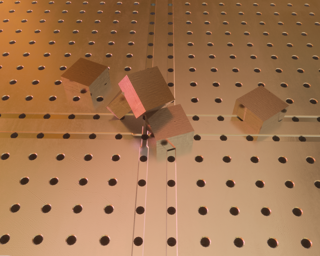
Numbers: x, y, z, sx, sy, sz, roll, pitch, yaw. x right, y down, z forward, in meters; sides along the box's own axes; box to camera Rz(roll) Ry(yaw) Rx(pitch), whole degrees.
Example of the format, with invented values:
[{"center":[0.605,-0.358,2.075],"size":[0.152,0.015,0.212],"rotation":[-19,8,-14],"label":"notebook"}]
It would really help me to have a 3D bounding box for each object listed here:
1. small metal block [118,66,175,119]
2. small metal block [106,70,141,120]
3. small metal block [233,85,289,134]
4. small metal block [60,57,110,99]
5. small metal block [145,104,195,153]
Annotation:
[{"center":[-0.017,-0.046,0.395],"size":[0.050,0.025,0.050],"rotation":[-25,85,-37],"label":"small metal block"},{"center":[-0.042,-0.045,0.426],"size":[0.025,0.050,0.050],"rotation":[42,54,-13],"label":"small metal block"},{"center":[0.140,-0.027,0.431],"size":[0.050,0.025,0.050],"rotation":[-29,56,-22],"label":"small metal block"},{"center":[-0.113,-0.076,0.472],"size":[0.050,0.025,0.050],"rotation":[21,53,17],"label":"small metal block"},{"center":[0.012,0.000,0.408],"size":[0.050,0.025,0.050],"rotation":[-14,52,-12],"label":"small metal block"}]
